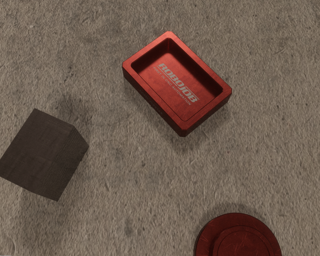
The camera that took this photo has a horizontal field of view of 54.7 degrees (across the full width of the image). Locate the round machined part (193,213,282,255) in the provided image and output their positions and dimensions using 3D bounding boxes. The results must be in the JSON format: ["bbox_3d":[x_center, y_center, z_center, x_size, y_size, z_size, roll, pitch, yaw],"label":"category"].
[{"bbox_3d":[0.089,0.145,0.347,0.099,0.042,0.098,0,70,-1],"label":"round machined part"}]

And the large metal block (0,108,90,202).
[{"bbox_3d":[-0.133,0.035,0.365,0.050,0.080,0.080,24,72,8],"label":"large metal block"}]

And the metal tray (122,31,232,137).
[{"bbox_3d":[0.022,-0.063,0.428,0.090,0.030,0.130,-39,75,-13],"label":"metal tray"}]
